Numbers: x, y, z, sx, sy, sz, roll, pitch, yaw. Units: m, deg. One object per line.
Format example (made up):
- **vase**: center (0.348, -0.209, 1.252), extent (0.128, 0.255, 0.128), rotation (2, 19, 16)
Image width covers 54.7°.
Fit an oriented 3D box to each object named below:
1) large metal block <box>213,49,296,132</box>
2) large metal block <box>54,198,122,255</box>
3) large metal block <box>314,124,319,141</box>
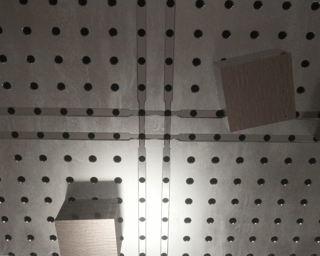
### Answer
- **large metal block**: center (0.116, -0.048, 0.384), extent (0.080, 0.050, 0.079), rotation (-12, 110, 4)
- **large metal block**: center (-0.101, 0.153, 0.455), extent (0.081, 0.050, 0.079), rotation (-2, 110, 0)
- **large metal block**: center (0.266, -0.006, 0.402), extent (0.081, 0.050, 0.079), rotation (14, 109, -6)
